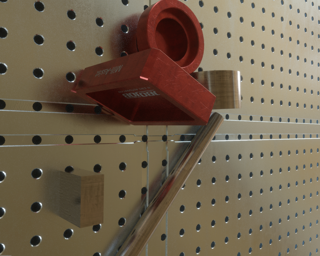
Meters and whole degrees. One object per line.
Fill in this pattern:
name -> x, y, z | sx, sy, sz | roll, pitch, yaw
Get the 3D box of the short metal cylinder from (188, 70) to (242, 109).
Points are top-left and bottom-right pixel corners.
short metal cylinder -> 0.073, -0.051, 0.437 | 0.081, 0.080, 0.050 | -5, 93, -40

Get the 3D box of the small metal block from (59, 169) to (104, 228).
small metal block -> -0.083, 0.072, 0.325 | 0.025, 0.050, 0.050 | 1, 89, -40

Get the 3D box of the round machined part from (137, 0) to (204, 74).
round machined part -> 0.009, -0.113, 0.406 | 0.099, 0.042, 0.097 | 2, 87, -39

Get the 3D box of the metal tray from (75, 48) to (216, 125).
metal tray -> -0.019, -0.035, 0.326 | 0.090, 0.130, 0.030 | 32, 70, -36

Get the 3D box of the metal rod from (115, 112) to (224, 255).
metal rod -> 0.009, 0.091, 0.418 | 0.025, 0.025, 0.301 | 52, 59, -28
